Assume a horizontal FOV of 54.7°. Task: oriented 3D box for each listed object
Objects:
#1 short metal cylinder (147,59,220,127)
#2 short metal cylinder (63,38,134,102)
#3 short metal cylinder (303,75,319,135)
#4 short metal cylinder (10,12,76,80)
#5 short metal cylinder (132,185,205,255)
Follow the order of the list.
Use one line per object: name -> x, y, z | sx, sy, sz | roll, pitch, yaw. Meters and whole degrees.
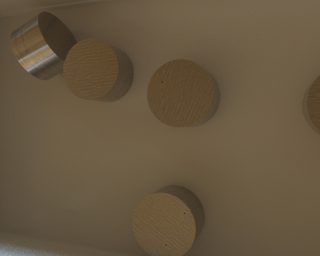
short metal cylinder -> 0.031, -0.041, 0.386 | 0.080, 0.050, 0.080 | 0, 90, 20
short metal cylinder -> -0.083, -0.077, 0.425 | 0.080, 0.050, 0.079 | 0, 91, 17
short metal cylinder -> 0.197, -0.025, 0.327 | 0.080, 0.050, 0.080 | 0, 90, 20
short metal cylinder -> -0.160, -0.115, 0.438 | 0.050, 0.080, 0.080 | -24, 82, 19
short metal cylinder -> 0.012, 0.117, 0.393 | 0.080, 0.050, 0.080 | 0, 90, 20
